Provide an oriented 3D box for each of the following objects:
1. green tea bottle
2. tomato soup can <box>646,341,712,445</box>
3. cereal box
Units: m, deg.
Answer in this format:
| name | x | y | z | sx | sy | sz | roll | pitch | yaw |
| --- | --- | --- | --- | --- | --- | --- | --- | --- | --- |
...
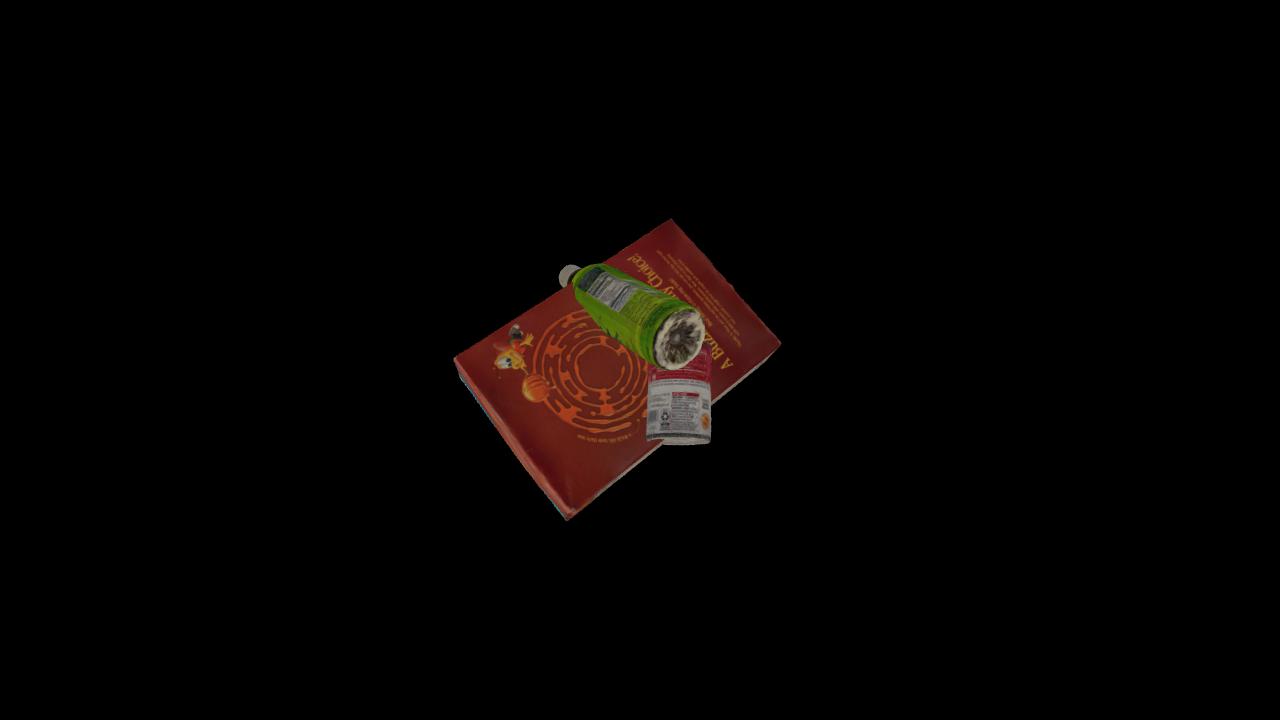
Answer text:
| name | x | y | z | sx | sy | sz | roll | pitch | yaw |
| --- | --- | --- | --- | --- | --- | --- | --- | --- | --- |
| green tea bottle | -0.022 | -0.060 | 0.663 | 0.073 | 0.073 | 0.212 | 0 | 25 | -40 |
| tomato soup can | 0.041 | 0.035 | 0.632 | 0.068 | 0.101 | 0.068 | 2 | -15 | 0 |
| cereal box | -0.021 | 0.002 | 0.688 | 0.306 | 0.203 | 0.081 | -37 | -11 | -19 |
